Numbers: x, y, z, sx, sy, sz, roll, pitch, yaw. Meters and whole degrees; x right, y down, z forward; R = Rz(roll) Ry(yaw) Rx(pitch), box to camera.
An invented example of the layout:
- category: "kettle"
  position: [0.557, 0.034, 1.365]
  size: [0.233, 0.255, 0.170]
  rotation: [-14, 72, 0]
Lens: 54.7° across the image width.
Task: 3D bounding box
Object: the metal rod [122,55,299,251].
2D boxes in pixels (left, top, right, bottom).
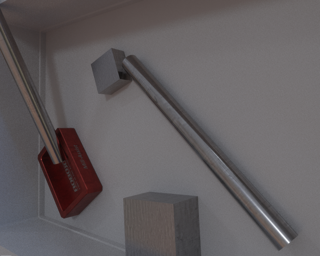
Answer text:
- category: "metal rod"
  position: [0.041, 0.009, 0.371]
  size: [0.300, 0.025, 0.025]
  rotation: [51, 120, 27]

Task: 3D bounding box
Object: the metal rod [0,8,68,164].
- category: "metal rod"
  position: [-0.217, -0.081, 0.487]
  size: [0.025, 0.025, 0.298]
  rotation: [-7, 109, 39]

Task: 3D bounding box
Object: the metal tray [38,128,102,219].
- category: "metal tray"
  position: [-0.158, 0.075, 0.530]
  size: [0.090, 0.030, 0.130]
  rotation: [-46, 63, 30]

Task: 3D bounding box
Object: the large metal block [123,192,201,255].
- category: "large metal block"
  position: [0.002, 0.127, 0.387]
  size: [0.080, 0.050, 0.080]
  rotation: [-5, 87, 39]

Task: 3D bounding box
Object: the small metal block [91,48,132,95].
- category: "small metal block"
  position: [-0.073, -0.084, 0.465]
  size: [0.050, 0.025, 0.050]
  rotation: [-26, 74, 36]
